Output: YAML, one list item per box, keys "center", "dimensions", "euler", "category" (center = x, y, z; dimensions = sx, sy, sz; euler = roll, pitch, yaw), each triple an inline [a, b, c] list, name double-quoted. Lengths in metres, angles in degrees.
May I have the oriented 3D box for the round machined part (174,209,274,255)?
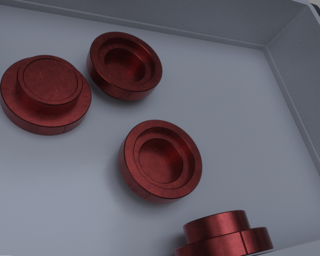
- center: [0.062, 0.115, 0.322]
  dimensions: [0.099, 0.097, 0.042]
  euler: [1, 62, -28]
  category: "round machined part"

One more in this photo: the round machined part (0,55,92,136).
- center: [-0.127, -0.044, 0.353]
  dimensions: [0.099, 0.042, 0.098]
  euler: [14, 56, -21]
  category: "round machined part"

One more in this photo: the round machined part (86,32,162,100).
- center: [-0.050, -0.078, 0.415]
  dimensions: [0.099, 0.042, 0.098]
  euler: [14, 56, -21]
  category: "round machined part"

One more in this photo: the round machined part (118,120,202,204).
- center: [-0.003, 0.042, 0.367]
  dimensions: [0.099, 0.042, 0.098]
  euler: [14, 56, -21]
  category: "round machined part"
